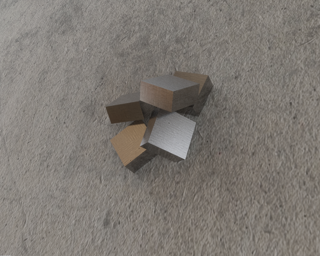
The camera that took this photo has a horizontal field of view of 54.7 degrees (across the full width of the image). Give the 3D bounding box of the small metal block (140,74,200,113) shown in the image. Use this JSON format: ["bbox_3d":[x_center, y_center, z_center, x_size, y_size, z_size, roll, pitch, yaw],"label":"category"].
[{"bbox_3d":[0.012,-0.044,0.375,0.050,0.025,0.050,24,31,36],"label":"small metal block"}]

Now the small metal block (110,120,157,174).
[{"bbox_3d":[-0.030,0.022,0.406,0.050,0.025,0.050,-38,51,2],"label":"small metal block"}]

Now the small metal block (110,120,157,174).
[{"bbox_3d":[-0.030,0.022,0.406,0.050,0.025,0.050,-38,51,2],"label":"small metal block"}]

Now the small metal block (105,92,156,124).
[{"bbox_3d":[-0.038,-0.030,0.426,0.050,0.025,0.050,-7,21,24],"label":"small metal block"}]

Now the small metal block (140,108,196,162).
[{"bbox_3d":[0.010,0.008,0.375,0.025,0.050,0.050,-30,38,61],"label":"small metal block"}]

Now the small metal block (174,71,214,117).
[{"bbox_3d":[0.036,-0.046,0.414,0.050,0.025,0.050,15,69,33],"label":"small metal block"}]
